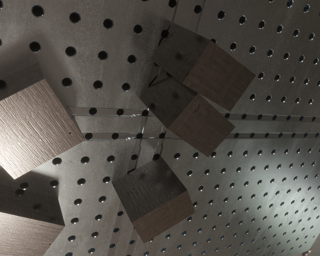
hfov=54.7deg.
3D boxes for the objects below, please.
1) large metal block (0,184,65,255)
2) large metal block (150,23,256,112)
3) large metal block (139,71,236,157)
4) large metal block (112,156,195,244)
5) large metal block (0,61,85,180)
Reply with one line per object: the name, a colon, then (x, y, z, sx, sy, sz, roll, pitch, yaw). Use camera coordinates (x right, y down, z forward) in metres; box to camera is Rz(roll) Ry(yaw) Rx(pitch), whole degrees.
large metal block: (-0.177, 0.123, 0.375, 0.080, 0.050, 0.080, 30, 102, -38)
large metal block: (0.048, -0.071, 0.360, 0.080, 0.080, 0.050, 24, 105, -37)
large metal block: (0.033, -0.019, 0.383, 0.050, 0.080, 0.080, -50, 129, 7)
large metal block: (-0.010, 0.097, 0.432, 0.080, 0.080, 0.050, -28, 128, -11)
large metal block: (-0.137, -0.008, 0.316, 0.080, 0.050, 0.080, -30, 129, -9)
